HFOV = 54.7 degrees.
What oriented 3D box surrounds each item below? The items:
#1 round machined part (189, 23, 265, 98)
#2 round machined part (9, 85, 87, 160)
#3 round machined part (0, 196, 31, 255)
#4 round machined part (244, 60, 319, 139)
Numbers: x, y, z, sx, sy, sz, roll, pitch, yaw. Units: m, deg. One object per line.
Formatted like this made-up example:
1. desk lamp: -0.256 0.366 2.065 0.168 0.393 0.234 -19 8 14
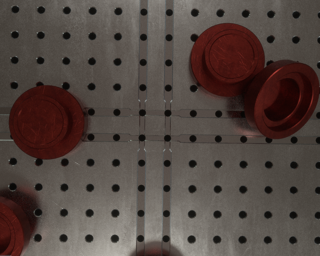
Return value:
1. round machined part: 0.089 -0.090 0.406 0.099 0.042 0.097 0 90 -1
2. round machined part: -0.148 -0.007 0.403 0.099 0.042 0.097 0 90 -1
3. round machined part: -0.217 0.136 0.402 0.099 0.042 0.097 0 90 -1
4. round machined part: 0.148 -0.038 0.393 0.099 0.042 0.097 -9 116 -20
